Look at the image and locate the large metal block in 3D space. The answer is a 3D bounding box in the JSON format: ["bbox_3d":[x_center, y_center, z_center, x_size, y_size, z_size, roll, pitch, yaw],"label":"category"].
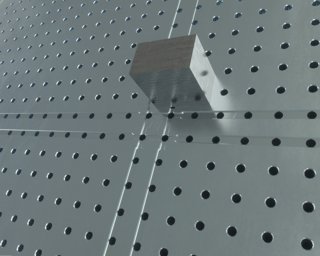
[{"bbox_3d":[0.019,-0.070,0.405,0.080,0.080,0.050,-1,61,27],"label":"large metal block"}]
